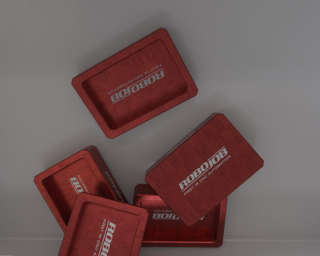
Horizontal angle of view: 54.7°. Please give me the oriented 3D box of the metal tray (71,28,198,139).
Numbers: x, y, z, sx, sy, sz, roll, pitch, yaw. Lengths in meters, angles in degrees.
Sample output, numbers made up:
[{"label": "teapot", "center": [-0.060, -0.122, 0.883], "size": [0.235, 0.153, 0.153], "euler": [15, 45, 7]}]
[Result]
[{"label": "metal tray", "center": [-0.030, -0.054, 0.388], "size": [0.130, 0.030, 0.090], "euler": [-27, 108, 9]}]

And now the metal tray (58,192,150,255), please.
[{"label": "metal tray", "center": [-0.072, 0.151, 0.373], "size": [0.090, 0.030, 0.130], "euler": [14, 76, 3]}]

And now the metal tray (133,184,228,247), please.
[{"label": "metal tray", "center": [0.028, 0.129, 0.456], "size": [0.131, 0.030, 0.089], "euler": [1, 110, -1]}]

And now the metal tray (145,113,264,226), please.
[{"label": "metal tray", "center": [0.057, 0.053, 0.408], "size": [0.130, 0.030, 0.090], "euler": [-41, 94, 3]}]

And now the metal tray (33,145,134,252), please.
[{"label": "metal tray", "center": [-0.100, 0.101, 0.426], "size": [0.090, 0.030, 0.130], "euler": [-29, 92, 10]}]
